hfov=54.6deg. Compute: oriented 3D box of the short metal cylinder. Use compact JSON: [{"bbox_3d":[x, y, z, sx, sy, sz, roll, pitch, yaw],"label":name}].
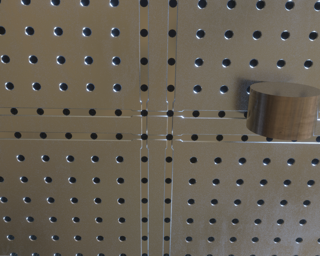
[{"bbox_3d":[0.148,-0.023,0.376,0.080,0.080,0.050,0,110,0],"label":"short metal cylinder"}]
